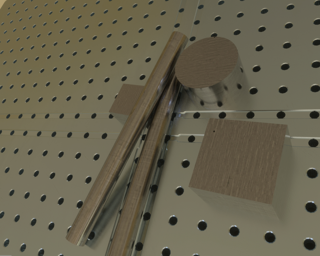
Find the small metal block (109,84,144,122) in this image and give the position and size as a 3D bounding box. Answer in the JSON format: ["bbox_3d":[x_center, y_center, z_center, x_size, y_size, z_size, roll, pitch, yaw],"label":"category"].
[{"bbox_3d":[-0.038,-0.035,0.450,0.050,0.025,0.050,11,67,33],"label":"small metal block"}]

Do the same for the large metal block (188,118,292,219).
[{"bbox_3d":[0.086,0.039,0.323,0.080,0.050,0.080,7,65,31],"label":"large metal block"}]

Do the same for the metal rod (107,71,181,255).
[{"bbox_3d":[-0.009,0.022,0.399,0.025,0.025,0.300,3,63,29],"label":"metal rod"}]

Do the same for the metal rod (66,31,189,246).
[{"bbox_3d":[-0.038,0.006,0.403,0.025,0.025,0.299,20,78,35],"label":"metal rod"}]

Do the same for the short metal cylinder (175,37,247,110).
[{"bbox_3d":[0.066,-0.070,0.400,0.080,0.050,0.080,-13,56,21],"label":"short metal cylinder"}]
